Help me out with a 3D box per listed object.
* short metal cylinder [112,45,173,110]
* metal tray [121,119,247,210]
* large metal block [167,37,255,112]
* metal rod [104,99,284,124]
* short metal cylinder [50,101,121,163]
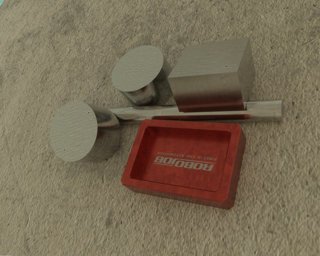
[{"bbox_3d":[-0.021,-0.071,0.444,0.080,0.050,0.080,-13,56,20],"label":"short metal cylinder"},{"bbox_3d":[0.027,0.038,0.364,0.130,0.030,0.090,4,63,29],"label":"metal tray"},{"bbox_3d":[0.066,-0.065,0.379,0.080,0.050,0.080,-1,40,28],"label":"large metal block"},{"bbox_3d":[0.004,-0.019,0.416,0.300,0.025,0.025,-1,62,27],"label":"metal rod"},{"bbox_3d":[-0.101,0.007,0.423,0.080,0.050,0.080,-4,80,27],"label":"short metal cylinder"}]
